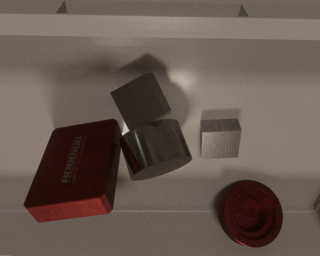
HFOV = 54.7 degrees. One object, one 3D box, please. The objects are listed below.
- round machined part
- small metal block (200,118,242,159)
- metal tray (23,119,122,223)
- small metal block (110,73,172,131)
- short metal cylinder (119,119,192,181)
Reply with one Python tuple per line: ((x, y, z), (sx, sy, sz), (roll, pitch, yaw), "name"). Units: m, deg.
((0.139, 0.135, 0.490), (0.099, 0.098, 0.042), (10, 163, -9), "round machined part")
((0.081, 0.015, 0.424), (0.050, 0.025, 0.050), (-3, 130, 2), "small metal block")
((-0.098, 0.046, 0.378), (0.090, 0.130, 0.030), (-9, 130, 7), "metal tray")
((-0.022, -0.031, 0.367), (0.050, 0.025, 0.050), (-25, 92, 19), "small metal block")
((-0.006, 0.029, 0.393), (0.081, 0.050, 0.080), (-18, 162, -6), "short metal cylinder")
